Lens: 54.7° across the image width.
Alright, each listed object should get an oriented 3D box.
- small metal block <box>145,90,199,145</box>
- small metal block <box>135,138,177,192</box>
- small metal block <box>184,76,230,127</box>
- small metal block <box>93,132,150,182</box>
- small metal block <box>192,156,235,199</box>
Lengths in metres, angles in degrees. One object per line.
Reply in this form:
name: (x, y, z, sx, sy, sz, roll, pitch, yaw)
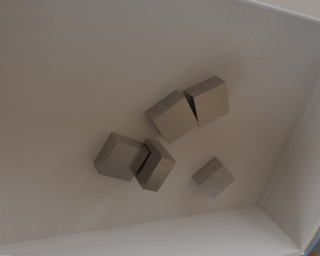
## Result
small metal block: (0.016, -0.014, 0.411, 0.050, 0.025, 0.050, -36, 129, -5)
small metal block: (-0.011, 0.049, 0.419, 0.025, 0.050, 0.050, 21, 107, -36)
small metal block: (0.065, -0.036, 0.424, 0.050, 0.025, 0.050, -26, 128, -13)
small metal block: (-0.051, 0.039, 0.406, 0.050, 0.025, 0.050, 23, 106, -37)
small metal block: (0.089, 0.083, 0.511, 0.050, 0.025, 0.050, -42, 130, 0)
